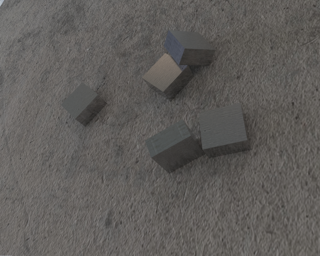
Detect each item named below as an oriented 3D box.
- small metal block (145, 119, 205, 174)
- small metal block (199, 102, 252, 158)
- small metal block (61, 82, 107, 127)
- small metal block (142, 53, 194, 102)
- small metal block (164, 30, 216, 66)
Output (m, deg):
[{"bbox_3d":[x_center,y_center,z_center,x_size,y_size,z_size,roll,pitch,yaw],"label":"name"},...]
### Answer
[{"bbox_3d":[0.018,0.023,0.364,0.050,0.050,0.025,-30,52,9],"label":"small metal block"},{"bbox_3d":[0.075,0.003,0.362,0.050,0.025,0.050,-14,56,20],"label":"small metal block"},{"bbox_3d":[-0.121,-0.038,0.491,0.050,0.025,0.050,-48,51,-6],"label":"small metal block"},{"bbox_3d":[0.011,-0.073,0.443,0.050,0.025,0.050,-47,51,-5],"label":"small metal block"},{"bbox_3d":[0.041,-0.112,0.434,0.050,0.025,0.050,-5,45,-28],"label":"small metal block"}]
